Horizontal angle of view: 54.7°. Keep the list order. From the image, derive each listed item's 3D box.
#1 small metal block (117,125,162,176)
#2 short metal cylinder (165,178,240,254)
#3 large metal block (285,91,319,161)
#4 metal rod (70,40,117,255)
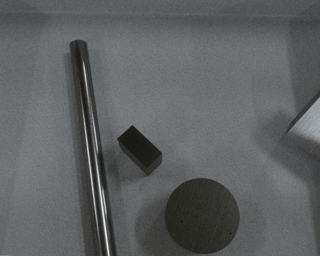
[{"bbox_3d":[-0.024,0.029,0.385,0.050,0.050,0.025,43,75,13],"label":"small metal block"},{"bbox_3d":[0.046,0.102,0.360,0.081,0.050,0.080,0,70,0],"label":"short metal cylinder"},{"bbox_3d":[0.216,-0.003,0.377,0.080,0.079,0.050,38,34,12],"label":"large metal block"},{"bbox_3d":[-0.090,0.016,0.402,0.025,0.025,0.299,-11,70,-4],"label":"metal rod"}]
